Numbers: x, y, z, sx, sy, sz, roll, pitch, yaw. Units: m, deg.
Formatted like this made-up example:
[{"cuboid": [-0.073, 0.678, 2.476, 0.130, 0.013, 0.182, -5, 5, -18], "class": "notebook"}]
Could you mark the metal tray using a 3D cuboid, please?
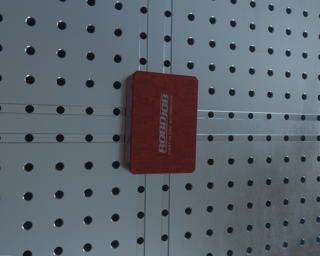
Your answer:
[{"cuboid": [0.002, -0.006, 0.411, 0.091, 0.030, 0.129, 2, 89, -21], "class": "metal tray"}]
